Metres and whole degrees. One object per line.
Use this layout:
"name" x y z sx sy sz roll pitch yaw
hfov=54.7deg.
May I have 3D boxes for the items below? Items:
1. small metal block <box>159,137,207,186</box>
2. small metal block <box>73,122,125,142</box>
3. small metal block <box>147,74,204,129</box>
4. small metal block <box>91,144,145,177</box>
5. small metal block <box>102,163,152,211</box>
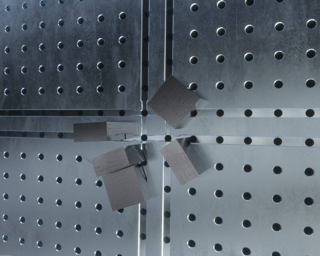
"small metal block" 0.031 0.040 0.388 0.025 0.050 0.050 -35 79 16
"small metal block" -0.083 0.005 0.427 0.050 0.050 0.025 -3 89 19
"small metal block" 0.020 -0.034 0.405 0.050 0.025 0.050 42 103 15
"small metal block" -0.055 0.043 0.418 0.050 0.050 0.025 -22 83 18
"small metal block" -0.046 0.081 0.428 0.050 0.025 0.050 -20 83 18
